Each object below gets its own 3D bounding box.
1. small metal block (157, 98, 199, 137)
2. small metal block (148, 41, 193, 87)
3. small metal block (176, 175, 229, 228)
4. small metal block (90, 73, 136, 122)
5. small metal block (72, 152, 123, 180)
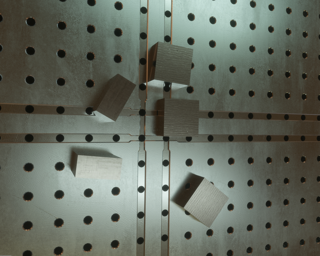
[{"bbox_3d":[0.025,-0.014,0.423,0.050,0.025,0.050,2,90,-21],"label":"small metal block"},{"bbox_3d":[0.014,-0.084,0.419,0.050,0.025,0.050,7,88,-20],"label":"small metal block"},{"bbox_3d":[0.060,0.103,0.436,0.050,0.025,0.050,41,77,-16],"label":"small metal block"},{"bbox_3d":[-0.058,-0.035,0.378,0.025,0.050,0.050,32,80,-18],"label":"small metal block"},{"bbox_3d":[-0.077,0.045,0.372,0.050,0.050,0.025,7,88,-20],"label":"small metal block"}]
